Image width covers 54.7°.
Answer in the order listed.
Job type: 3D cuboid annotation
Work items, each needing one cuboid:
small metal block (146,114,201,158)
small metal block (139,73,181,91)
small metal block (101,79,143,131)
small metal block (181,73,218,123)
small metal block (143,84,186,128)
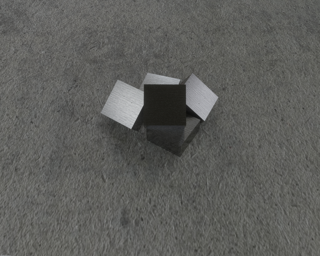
[{"bbox_3d":[0.017,0.003,0.403,0.050,0.025,0.050,26,55,20],"label":"small metal block"},{"bbox_3d":[-0.002,-0.050,0.447,0.050,0.025,0.050,14,51,11],"label":"small metal block"},{"bbox_3d":[-0.042,-0.030,0.414,0.050,0.025,0.050,27,91,19],"label":"small metal block"},{"bbox_3d":[0.045,-0.038,0.423,0.050,0.025,0.050,41,54,-10],"label":"small metal block"},{"bbox_3d":[0.006,-0.026,0.379,0.050,0.025,0.050,0,83,0],"label":"small metal block"}]
